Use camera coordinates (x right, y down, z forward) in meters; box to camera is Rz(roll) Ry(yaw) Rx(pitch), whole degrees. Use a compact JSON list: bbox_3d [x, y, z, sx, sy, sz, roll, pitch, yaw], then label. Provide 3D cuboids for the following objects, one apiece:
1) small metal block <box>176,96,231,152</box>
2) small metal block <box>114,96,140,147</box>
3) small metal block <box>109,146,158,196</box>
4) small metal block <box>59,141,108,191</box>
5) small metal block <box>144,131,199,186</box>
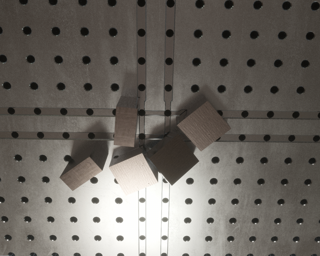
[{"bbox_3d":[0.057,-0.006,0.412,0.050,0.025,0.050,-39,106,13],"label":"small metal block"},{"bbox_3d":[-0.042,-0.010,0.396,0.025,0.050,0.050,6,110,-3],"label":"small metal block"},{"bbox_3d":[-0.036,0.060,0.435,0.050,0.025,0.050,-24,109,8],"label":"small metal block"},{"bbox_3d":[-0.101,0.050,0.417,0.050,0.050,0.025,-34,107,11],"label":"small metal block"},{"bbox_3d":[0.016,0.041,0.420,0.050,0.025,0.050,-41,107,-9],"label":"small metal block"}]
